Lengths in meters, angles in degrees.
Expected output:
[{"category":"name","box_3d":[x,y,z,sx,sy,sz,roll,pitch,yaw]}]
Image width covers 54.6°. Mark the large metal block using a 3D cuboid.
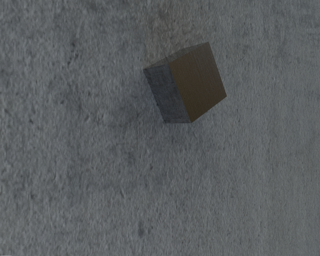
[{"category":"large metal block","box_3d":[0.036,-0.060,0.417,0.080,0.050,0.080,-35,112,-34]}]
